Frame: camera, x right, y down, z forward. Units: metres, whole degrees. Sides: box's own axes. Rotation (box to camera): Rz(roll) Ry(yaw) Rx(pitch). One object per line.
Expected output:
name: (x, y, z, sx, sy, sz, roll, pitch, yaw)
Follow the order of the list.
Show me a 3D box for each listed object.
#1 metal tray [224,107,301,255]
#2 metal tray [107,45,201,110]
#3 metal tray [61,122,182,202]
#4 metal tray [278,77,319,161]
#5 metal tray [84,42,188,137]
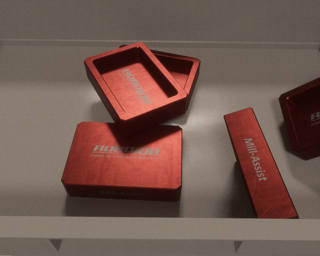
metal tray: (0.101, 0.054, 0.312, 0.030, 0.090, 0.130, -17, 47, 11)
metal tray: (-0.012, -0.078, 0.466, 0.131, 0.030, 0.090, 13, 51, 10)
metal tray: (-0.040, 0.038, 0.370, 0.131, 0.030, 0.090, 3, 50, 1)
metal tray: (0.217, -0.024, 0.367, 0.130, 0.030, 0.090, -26, 47, 34)
metal tray: (-0.034, -0.057, 0.409, 0.091, 0.030, 0.130, -22, 54, -18)
